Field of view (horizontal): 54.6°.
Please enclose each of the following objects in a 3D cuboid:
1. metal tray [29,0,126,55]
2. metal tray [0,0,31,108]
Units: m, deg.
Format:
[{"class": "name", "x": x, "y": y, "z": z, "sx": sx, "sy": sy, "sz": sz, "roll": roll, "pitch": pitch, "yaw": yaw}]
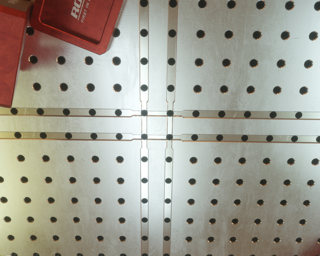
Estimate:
[{"class": "metal tray", "x": -0.083, "y": -0.160, "z": 0.350, "sx": 0.090, "sy": 0.030, "sz": 0.129, "roll": 21, "pitch": 109, "yaw": -8}, {"class": "metal tray", "x": -0.160, "y": -0.086, "z": 0.323, "sx": 0.030, "sy": 0.130, "sz": 0.089, "roll": 10, "pitch": 111, "yaw": -25}]
